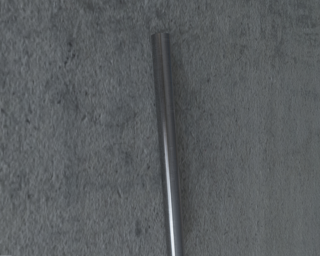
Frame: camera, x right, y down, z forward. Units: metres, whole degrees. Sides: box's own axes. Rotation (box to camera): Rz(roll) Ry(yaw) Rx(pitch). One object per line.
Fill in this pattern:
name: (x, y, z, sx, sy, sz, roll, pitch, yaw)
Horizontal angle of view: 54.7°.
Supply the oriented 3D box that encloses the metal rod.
metal rod: (0.011, 0.027, 0.416, 0.025, 0.025, 0.298, -7, 95, -40)
